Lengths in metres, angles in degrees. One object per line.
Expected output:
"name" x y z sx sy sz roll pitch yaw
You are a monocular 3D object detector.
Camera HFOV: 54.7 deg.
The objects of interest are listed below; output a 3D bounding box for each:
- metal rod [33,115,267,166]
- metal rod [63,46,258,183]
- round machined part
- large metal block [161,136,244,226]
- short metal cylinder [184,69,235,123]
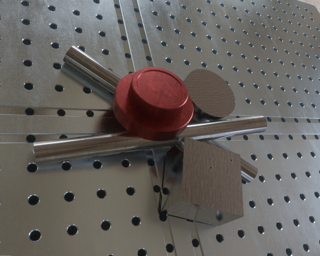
"metal rod" 0.007 0.011 0.383 0.303 0.025 0.025 -7 65 -24
"metal rod" 0.006 -0.015 0.422 0.301 0.025 0.025 33 51 -7
"round machined part" -0.005 -0.036 0.375 0.099 0.042 0.098 11 50 -13
"large metal block" 0.051 0.066 0.378 0.081 0.050 0.080 19 54 -18
"short metal cylinder" 0.061 -0.038 0.449 0.081 0.050 0.080 14 56 -21
